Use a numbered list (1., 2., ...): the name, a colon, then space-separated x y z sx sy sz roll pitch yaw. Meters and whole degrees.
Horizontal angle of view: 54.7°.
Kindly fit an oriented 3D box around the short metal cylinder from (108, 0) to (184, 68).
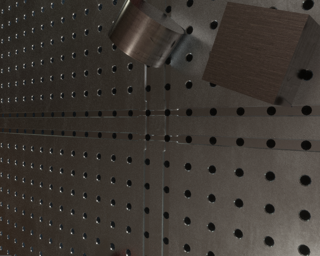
1. short metal cylinder: -0.017 -0.120 0.386 0.080 0.081 0.050 50 120 28

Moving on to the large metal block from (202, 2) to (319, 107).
1. large metal block: 0.100 -0.073 0.310 0.080 0.050 0.079 28 107 36
